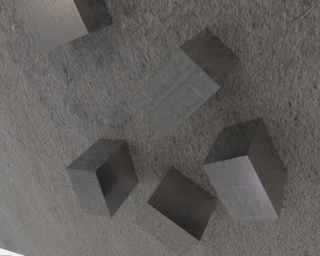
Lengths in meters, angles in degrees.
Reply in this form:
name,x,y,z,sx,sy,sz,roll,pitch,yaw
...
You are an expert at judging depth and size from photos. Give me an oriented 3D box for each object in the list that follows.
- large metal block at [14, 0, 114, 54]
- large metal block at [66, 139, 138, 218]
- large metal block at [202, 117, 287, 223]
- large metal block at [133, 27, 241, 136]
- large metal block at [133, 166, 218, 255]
name,x,y,z,sx,sy,sz,roll,pitch,yaw
large metal block,-0.115,-0.143,0.363,0.080,0.050,0.080,-10,114,32
large metal block,-0.081,0.071,0.458,0.050,0.080,0.080,2,120,27
large metal block,0.099,0.046,0.348,0.050,0.080,0.080,-19,109,35
large metal block,0.029,-0.050,0.325,0.050,0.080,0.080,44,129,-2
large metal block,0.023,0.114,0.430,0.080,0.080,0.050,36,129,4
